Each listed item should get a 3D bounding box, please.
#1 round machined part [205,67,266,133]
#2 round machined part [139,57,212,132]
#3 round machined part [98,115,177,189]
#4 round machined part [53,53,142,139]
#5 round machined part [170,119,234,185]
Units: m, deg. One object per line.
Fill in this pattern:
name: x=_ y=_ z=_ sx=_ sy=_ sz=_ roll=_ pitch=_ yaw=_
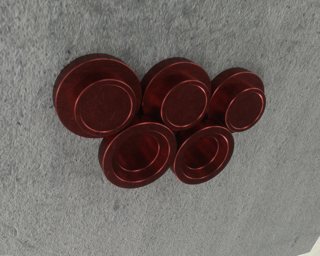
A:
round machined part: x=0.110 y=-0.033 z=0.439 sx=0.099 sy=0.042 sz=0.097 roll=-14 pitch=125 yaw=-21
round machined part: x=0.024 y=-0.036 z=0.390 sx=0.099 sy=0.042 sz=0.097 roll=-14 pitch=125 yaw=-21
round machined part: x=-0.031 y=0.026 z=0.398 sx=0.099 sy=0.042 sz=0.097 roll=-14 pitch=125 yaw=-21
round machined part: x=-0.065 y=-0.030 z=0.345 sx=0.099 sy=0.042 sz=0.097 roll=-14 pitch=125 yaw=-21
round machined part: x=0.054 y=0.030 z=0.448 sx=0.099 sy=0.042 sz=0.097 roll=-14 pitch=125 yaw=-21
